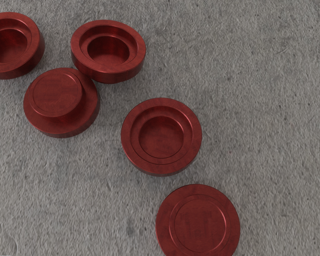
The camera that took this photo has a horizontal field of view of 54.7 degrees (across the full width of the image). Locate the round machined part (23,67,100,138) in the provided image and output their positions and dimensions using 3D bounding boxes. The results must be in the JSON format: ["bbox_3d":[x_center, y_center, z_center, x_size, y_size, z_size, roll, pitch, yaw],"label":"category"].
[{"bbox_3d":[-0.133,-0.039,0.412,0.099,0.042,0.098,0,70,0],"label":"round machined part"}]

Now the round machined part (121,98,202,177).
[{"bbox_3d":[0.002,0.014,0.394,0.099,0.042,0.098,0,70,0],"label":"round machined part"}]

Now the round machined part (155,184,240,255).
[{"bbox_3d":[0.044,0.113,0.358,0.099,0.042,0.098,0,70,0],"label":"round machined part"}]

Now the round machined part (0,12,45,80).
[{"bbox_3d":[-0.212,-0.111,0.438,0.099,0.042,0.098,0,70,0],"label":"round machined part"}]

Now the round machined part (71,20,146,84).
[{"bbox_3d":[-0.071,-0.099,0.426,0.099,0.042,0.098,6,58,-10],"label":"round machined part"}]
